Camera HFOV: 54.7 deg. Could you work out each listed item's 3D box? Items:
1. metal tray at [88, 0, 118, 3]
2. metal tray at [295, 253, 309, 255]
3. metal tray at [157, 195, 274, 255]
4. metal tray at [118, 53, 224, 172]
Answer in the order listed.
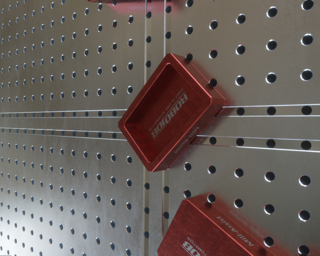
[{"bbox_3d":[-0.061,-0.229,0.429,0.130,0.030,0.089,15,113,47],"label":"metal tray"},{"bbox_3d":[0.159,0.191,0.275,0.090,0.030,0.129,3,92,39],"label":"metal tray"},{"bbox_3d":[0.064,0.151,0.352,0.130,0.030,0.089,36,112,33],"label":"metal tray"},{"bbox_3d":[0.008,-0.017,0.397,0.129,0.030,0.090,-51,60,27],"label":"metal tray"}]
